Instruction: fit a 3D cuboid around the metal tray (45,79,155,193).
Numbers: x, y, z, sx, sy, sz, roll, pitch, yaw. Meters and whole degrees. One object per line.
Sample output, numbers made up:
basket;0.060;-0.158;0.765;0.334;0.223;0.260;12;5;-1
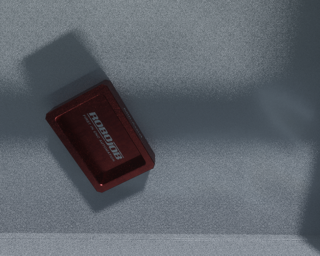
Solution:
metal tray;-0.075;0.013;0.412;0.090;0.030;0.130;-27;108;9
